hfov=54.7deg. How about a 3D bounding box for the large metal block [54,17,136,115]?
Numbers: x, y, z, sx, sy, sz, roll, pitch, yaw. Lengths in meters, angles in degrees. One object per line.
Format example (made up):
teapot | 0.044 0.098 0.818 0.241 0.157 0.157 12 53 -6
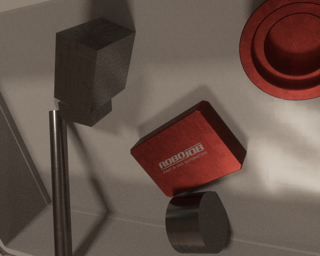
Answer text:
large metal block | -0.076 -0.075 0.365 0.050 0.080 0.079 26 127 12

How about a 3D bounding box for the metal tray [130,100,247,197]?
metal tray | 0.034 0.032 0.407 0.130 0.030 0.090 -32 101 38

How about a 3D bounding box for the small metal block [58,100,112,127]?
small metal block | -0.102 -0.029 0.426 0.050 0.050 0.025 14 124 20

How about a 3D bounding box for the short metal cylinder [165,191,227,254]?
short metal cylinder | 0.051 0.129 0.425 0.050 0.080 0.080 -15 111 34

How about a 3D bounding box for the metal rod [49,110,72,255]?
metal rod | -0.148 0.123 0.467 0.025 0.025 0.298 -6 85 30

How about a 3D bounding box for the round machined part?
round machined part | 0.126 -0.078 0.283 0.098 0.042 0.097 13 124 20
